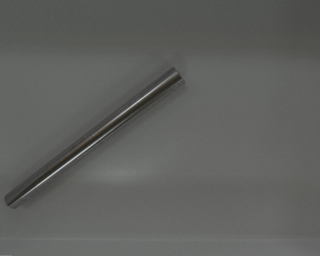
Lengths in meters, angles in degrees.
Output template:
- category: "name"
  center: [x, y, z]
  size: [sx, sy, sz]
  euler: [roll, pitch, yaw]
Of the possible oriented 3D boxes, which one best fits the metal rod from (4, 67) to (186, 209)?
- category: "metal rod"
  center: [-0.095, 0.019, 0.417]
  size: [0.300, 0.025, 0.025]
  euler: [-36, 107, 12]
